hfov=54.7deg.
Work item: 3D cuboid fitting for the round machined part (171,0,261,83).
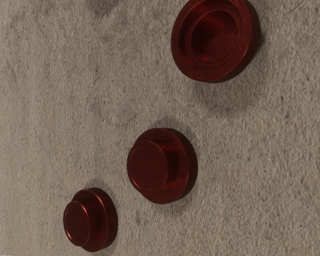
[{"bbox_3d":[0.063,-0.097,0.340,0.098,0.042,0.097,0,90,39],"label":"round machined part"}]

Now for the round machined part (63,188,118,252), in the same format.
[{"bbox_3d":[-0.115,0.145,0.486,0.098,0.042,0.097,0,90,39],"label":"round machined part"}]

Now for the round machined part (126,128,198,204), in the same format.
[{"bbox_3d":[-0.004,0.048,0.396,0.098,0.042,0.097,0,90,39],"label":"round machined part"}]
